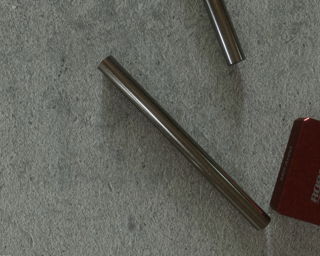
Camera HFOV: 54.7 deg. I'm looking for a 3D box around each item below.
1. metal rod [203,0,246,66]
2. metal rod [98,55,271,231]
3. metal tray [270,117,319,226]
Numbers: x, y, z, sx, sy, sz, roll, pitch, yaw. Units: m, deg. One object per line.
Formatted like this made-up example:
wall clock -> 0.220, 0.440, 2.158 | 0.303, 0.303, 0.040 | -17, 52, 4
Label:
metal rod -> 0.049, -0.226, 0.410 | 0.025, 0.025, 0.299 | -21, 90, 0
metal rod -> 0.032, 0.020, 0.410 | 0.025, 0.025, 0.300 | -44, 91, 0
metal tray -> 0.211, 0.060, 0.410 | 0.090, 0.030, 0.129 | 16, 90, -1
